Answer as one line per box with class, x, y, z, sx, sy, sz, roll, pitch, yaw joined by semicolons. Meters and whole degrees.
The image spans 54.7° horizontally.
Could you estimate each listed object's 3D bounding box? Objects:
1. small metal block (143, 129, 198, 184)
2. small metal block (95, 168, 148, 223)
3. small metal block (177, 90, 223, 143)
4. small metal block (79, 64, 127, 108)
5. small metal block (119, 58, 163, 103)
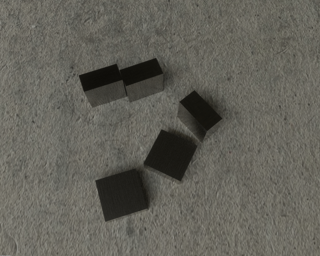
small metal block;0.013;0.037;0.394;0.050;0.025;0.050;25;72;8
small metal block;-0.046;0.083;0.377;0.050;0.025;0.050;-16;71;-6
small metal block;0.050;-0.013;0.400;0.025;0.050;0.050;-38;75;-13
small metal block;-0.075;-0.055;0.414;0.050;0.050;0.025;-19;71;-7
small metal block;-0.024;-0.063;0.418;0.050;0.050;0.025;-20;72;-7
